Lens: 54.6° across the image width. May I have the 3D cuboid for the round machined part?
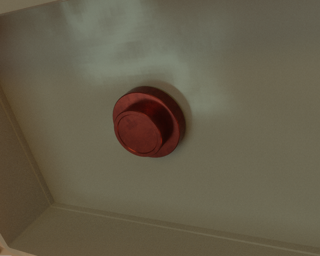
[{"bbox_3d":[-0.020,-0.001,0.404,0.098,0.042,0.097,13,124,21],"label":"round machined part"}]
